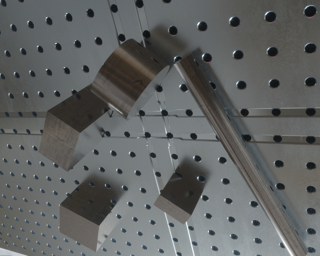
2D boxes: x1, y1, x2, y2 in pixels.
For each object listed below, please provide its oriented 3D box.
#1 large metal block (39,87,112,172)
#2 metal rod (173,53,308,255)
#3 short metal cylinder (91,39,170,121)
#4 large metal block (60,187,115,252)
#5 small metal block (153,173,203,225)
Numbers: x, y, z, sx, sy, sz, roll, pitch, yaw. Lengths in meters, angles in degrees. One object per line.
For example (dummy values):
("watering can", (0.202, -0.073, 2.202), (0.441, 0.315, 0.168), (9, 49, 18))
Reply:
("large metal block", (-0.117, 0.001, 0.436), (0.050, 0.080, 0.079), (33, 129, 6))
("metal rod", (0.106, 0.044, 0.381), (0.025, 0.025, 0.299), (-24, 106, 36))
("short metal cylinder", (-0.033, -0.055, 0.358), (0.050, 0.080, 0.080), (38, 129, 2))
("large metal block", (-0.134, 0.167, 0.566), (0.080, 0.050, 0.079), (23, 127, 13))
("small metal block", (0.027, 0.100, 0.442), (0.050, 0.050, 0.025), (32, 128, 7))
